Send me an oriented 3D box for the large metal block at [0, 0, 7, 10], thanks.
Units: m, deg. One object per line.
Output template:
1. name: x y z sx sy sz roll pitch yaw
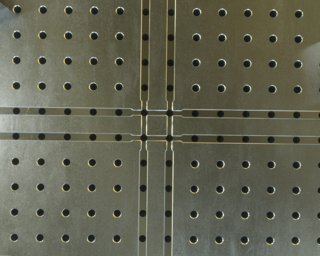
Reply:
1. large metal block: -0.263 -0.185 0.399 0.080 0.050 0.080 -24 90 0
